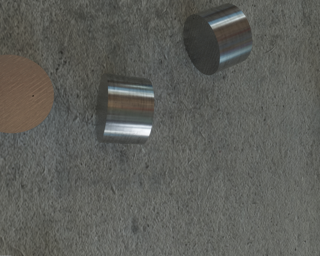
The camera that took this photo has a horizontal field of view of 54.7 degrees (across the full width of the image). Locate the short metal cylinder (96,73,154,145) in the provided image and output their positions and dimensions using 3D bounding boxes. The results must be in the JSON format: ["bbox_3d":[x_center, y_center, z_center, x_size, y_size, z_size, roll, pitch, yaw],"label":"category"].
[{"bbox_3d":[-0.044,-0.021,0.364,0.050,0.080,0.080,4,89,-20],"label":"short metal cylinder"}]

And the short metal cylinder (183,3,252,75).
[{"bbox_3d":[0.074,-0.116,0.407,0.050,0.080,0.080,-25,99,-18],"label":"short metal cylinder"}]

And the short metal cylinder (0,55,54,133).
[{"bbox_3d":[-0.159,-0.035,0.337,0.081,0.050,0.080,0,90,-20],"label":"short metal cylinder"}]
